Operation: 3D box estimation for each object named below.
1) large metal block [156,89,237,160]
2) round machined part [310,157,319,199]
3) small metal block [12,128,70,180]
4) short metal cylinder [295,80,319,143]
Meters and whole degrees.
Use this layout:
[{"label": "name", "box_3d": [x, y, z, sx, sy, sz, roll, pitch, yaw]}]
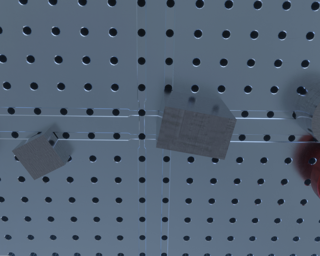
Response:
[{"label": "large metal block", "box_3d": [0.040, -0.007, 0.382, 0.081, 0.080, 0.050, 11, 110, -4]}, {"label": "round machined part", "box_3d": [0.259, 0.064, 0.432, 0.099, 0.042, 0.097, 0, 110, -1]}, {"label": "small metal block", "box_3d": [-0.162, 0.036, 0.424, 0.050, 0.025, 0.050, -26, 108, 9]}, {"label": "short metal cylinder", "box_3d": [0.223, -0.020, 0.396, 0.081, 0.050, 0.079, 0, 110, -1]}]
